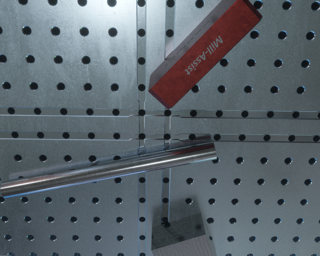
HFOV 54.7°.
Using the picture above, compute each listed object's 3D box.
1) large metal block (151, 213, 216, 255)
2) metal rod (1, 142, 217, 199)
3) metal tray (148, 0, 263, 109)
[{"bbox_3d":[0.039,0.187,0.470,0.080,0.050,0.080,-19,109,6],"label":"large metal block"},{"bbox_3d":[-0.073,0.060,0.434,0.302,0.025,0.025,-11,110,3],"label":"metal rod"},{"bbox_3d":[0.043,-0.087,0.347,0.030,0.090,0.130,42,104,-14],"label":"metal tray"}]
